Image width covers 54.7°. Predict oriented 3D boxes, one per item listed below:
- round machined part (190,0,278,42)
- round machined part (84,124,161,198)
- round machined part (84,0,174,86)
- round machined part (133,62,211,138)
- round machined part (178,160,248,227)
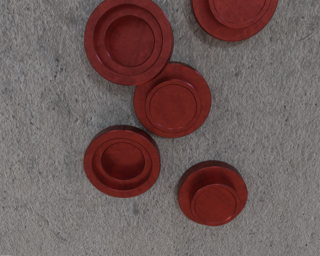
[{"bbox_3d":[0.085,-0.147,0.347,0.099,0.042,0.097,0,110,0],"label":"round machined part"},{"bbox_3d":[-0.048,0.041,0.415,0.099,0.042,0.097,0,110,0],"label":"round machined part"},{"bbox_3d":[-0.033,-0.099,0.357,0.099,0.042,0.097,1,100,6],"label":"round machined part"},{"bbox_3d":[0.016,-0.032,0.389,0.099,0.042,0.097,0,110,0],"label":"round machined part"},{"bbox_3d":[0.075,0.098,0.438,0.099,0.042,0.097,0,110,0],"label":"round machined part"}]
